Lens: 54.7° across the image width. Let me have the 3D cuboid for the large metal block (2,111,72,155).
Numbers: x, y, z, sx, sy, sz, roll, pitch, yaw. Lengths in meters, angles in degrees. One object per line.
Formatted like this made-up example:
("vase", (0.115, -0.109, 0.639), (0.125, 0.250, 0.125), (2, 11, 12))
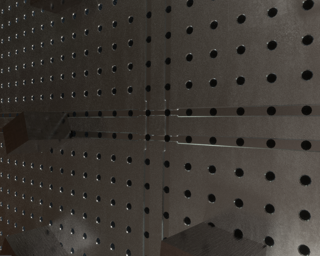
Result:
("large metal block", (-0.218, 0.009, 0.550), (0.080, 0.081, 0.050), (-25, 75, 37))

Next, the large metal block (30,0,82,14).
("large metal block", (-0.182, -0.256, 0.540), (0.080, 0.050, 0.079), (-1, 89, 39))

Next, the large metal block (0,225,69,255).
("large metal block", (-0.227, 0.231, 0.558), (0.080, 0.081, 0.050), (35, 112, 34))

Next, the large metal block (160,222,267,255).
("large metal block", (0.055, 0.146, 0.327), (0.080, 0.081, 0.050), (9, 96, 39))
